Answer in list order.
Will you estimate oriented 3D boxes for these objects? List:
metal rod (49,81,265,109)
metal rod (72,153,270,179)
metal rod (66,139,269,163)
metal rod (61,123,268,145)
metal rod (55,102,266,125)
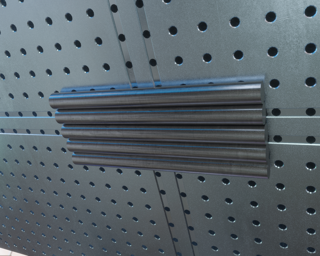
[{"bbox_3d":[-0.024,-0.039,0.398,0.301,0.025,0.025,1,119,27],"label":"metal rod"},{"bbox_3d":[-0.003,0.048,0.441,0.300,0.025,0.025,0,119,27],"label":"metal rod"},{"bbox_3d":[-0.008,0.027,0.431,0.301,0.025,0.025,1,119,27],"label":"metal rod"},{"bbox_3d":[-0.013,0.005,0.420,0.301,0.025,0.025,1,119,27],"label":"metal rod"},{"bbox_3d":[-0.019,-0.017,0.409,0.301,0.025,0.025,1,119,27],"label":"metal rod"}]
